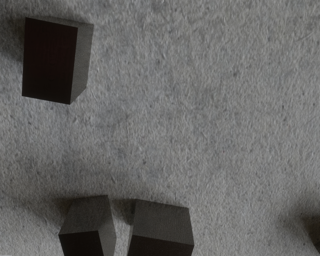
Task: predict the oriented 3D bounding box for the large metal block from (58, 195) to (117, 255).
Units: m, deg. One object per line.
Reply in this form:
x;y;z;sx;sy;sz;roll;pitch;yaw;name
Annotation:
-0.097;0.153;0.436;0.050;0.080;0.079;-7;110;2;large metal block

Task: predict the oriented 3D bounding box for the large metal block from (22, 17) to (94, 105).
-0.112;-0.079;0.350;0.050;0.080;0.079;10;110;-4;large metal block

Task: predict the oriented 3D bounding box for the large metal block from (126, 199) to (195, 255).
-0.001;0.150;0.436;0.081;0.080;0.050;12;110;-5;large metal block

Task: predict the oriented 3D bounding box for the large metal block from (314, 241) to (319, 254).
0.304;0.194;0.472;0.080;0.050;0.080;40;105;-14;large metal block
